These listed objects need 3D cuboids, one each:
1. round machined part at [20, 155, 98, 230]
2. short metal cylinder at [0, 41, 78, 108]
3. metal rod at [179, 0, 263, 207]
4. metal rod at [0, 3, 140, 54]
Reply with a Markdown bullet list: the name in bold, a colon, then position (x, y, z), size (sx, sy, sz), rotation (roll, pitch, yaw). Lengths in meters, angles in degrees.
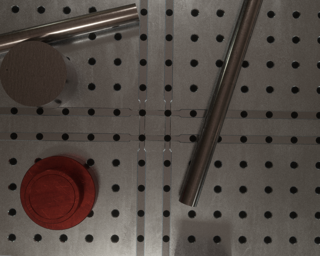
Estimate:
- **round machined part**: position (-0.134, 0.085, 0.403), size (0.099, 0.042, 0.097), rotation (0, 90, -1)
- **short metal cylinder**: position (-0.153, -0.066, 0.399), size (0.081, 0.050, 0.079), rotation (0, 90, -1)
- **metal rod**: position (0.083, -0.041, 0.414), size (0.025, 0.025, 0.298), rotation (18, 90, -1)
- **metal rod**: position (-0.177, -0.119, 0.410), size (0.302, 0.025, 0.025), rotation (-13, 90, -1)
